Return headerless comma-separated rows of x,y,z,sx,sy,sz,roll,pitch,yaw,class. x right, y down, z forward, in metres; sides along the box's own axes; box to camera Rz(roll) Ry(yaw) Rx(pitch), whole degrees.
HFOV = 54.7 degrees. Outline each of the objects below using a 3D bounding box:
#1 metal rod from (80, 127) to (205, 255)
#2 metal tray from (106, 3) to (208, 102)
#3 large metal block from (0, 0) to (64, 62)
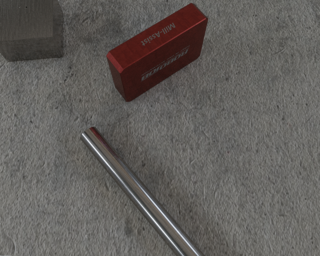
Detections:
0.005,0.113,0.366,0.025,0.025,0.300,-39,75,-13,metal rod
-0.002,-0.096,0.408,0.131,0.090,0.030,-34,74,-12,metal tray
-0.187,-0.146,0.446,0.081,0.050,0.080,-6,70,-3,large metal block
